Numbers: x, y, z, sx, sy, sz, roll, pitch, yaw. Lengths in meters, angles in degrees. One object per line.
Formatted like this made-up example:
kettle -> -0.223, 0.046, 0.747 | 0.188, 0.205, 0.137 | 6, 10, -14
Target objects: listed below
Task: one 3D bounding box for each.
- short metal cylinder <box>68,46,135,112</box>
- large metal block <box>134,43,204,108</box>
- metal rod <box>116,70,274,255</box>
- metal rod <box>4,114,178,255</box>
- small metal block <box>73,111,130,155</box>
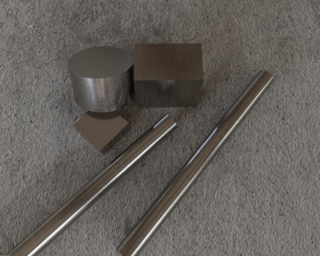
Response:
short metal cylinder -> -0.073, -0.065, 0.401 | 0.081, 0.050, 0.080 | 1, 42, 0
large metal block -> 0.010, -0.065, 0.403 | 0.081, 0.080, 0.050 | -1, 70, -1
metal rod -> 0.054, 0.037, 0.395 | 0.025, 0.025, 0.301 | 38, 74, 12
metal rod -> -0.094, 0.088, 0.374 | 0.301, 0.025, 0.025 | -42, 76, -14
small metal block -> -0.076, -0.001, 0.407 | 0.050, 0.025, 0.050 | 40, 75, 13
